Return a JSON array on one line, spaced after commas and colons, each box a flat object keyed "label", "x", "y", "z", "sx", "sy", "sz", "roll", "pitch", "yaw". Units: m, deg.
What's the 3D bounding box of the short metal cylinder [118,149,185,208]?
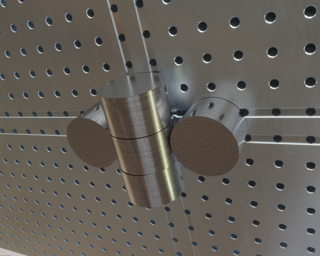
[{"label": "short metal cylinder", "x": -0.010, "y": 0.061, "z": 0.417, "sx": 0.080, "sy": 0.080, "sz": 0.050, "roll": 1, "pitch": 119, "yaw": 27}]

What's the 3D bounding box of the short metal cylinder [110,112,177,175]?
[{"label": "short metal cylinder", "x": -0.019, "y": 0.016, "z": 0.393, "sx": 0.080, "sy": 0.080, "sz": 0.050, "roll": 2, "pitch": 119, "yaw": 27}]

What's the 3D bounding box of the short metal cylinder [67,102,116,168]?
[{"label": "short metal cylinder", "x": -0.084, "y": 0.010, "z": 0.442, "sx": 0.080, "sy": 0.050, "sz": 0.079, "roll": 13, "pitch": 124, "yaw": 20}]

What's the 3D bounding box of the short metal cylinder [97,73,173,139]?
[{"label": "short metal cylinder", "x": -0.028, "y": -0.029, "z": 0.370, "sx": 0.080, "sy": 0.080, "sz": 0.050, "roll": 3, "pitch": 120, "yaw": 26}]

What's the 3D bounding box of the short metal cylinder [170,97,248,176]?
[{"label": "short metal cylinder", "x": 0.059, "y": 0.010, "z": 0.368, "sx": 0.080, "sy": 0.050, "sz": 0.079, "roll": 13, "pitch": 124, "yaw": 20}]
